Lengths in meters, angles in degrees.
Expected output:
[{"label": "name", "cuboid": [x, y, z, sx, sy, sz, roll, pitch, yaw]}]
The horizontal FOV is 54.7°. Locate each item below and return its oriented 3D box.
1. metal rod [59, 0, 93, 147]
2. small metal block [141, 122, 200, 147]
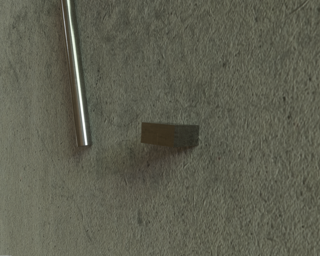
[{"label": "metal rod", "cuboid": [-0.145, -0.117, 0.524, 0.025, 0.025, 0.298, -15, 81, 39]}, {"label": "small metal block", "cuboid": [0.013, 0.007, 0.378, 0.050, 0.050, 0.025, 6, 94, 40]}]
